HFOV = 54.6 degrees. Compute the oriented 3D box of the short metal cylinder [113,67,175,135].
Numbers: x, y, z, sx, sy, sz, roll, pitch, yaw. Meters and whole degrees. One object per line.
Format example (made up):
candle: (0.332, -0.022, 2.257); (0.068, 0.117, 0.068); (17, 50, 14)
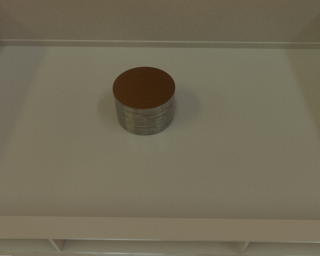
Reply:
short metal cylinder: (-0.020, -0.037, 0.418); (0.080, 0.050, 0.080); (0, 50, 0)
